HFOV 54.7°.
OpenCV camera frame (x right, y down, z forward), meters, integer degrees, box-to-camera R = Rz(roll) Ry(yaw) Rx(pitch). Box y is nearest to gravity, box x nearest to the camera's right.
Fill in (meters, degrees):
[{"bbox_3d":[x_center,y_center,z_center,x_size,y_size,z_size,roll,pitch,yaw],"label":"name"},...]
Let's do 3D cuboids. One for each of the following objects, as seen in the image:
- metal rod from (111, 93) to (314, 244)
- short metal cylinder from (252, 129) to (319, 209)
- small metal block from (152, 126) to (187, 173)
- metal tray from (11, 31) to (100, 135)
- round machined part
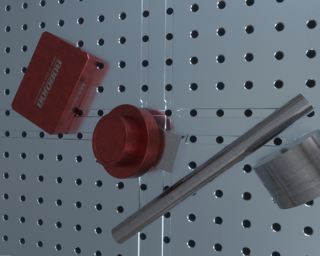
[{"bbox_3d":[0.054,0.060,0.392,0.300,0.025,0.025,-39,78,15],"label":"metal rod"},{"bbox_3d":[0.148,0.044,0.331,0.080,0.080,0.050,-35,79,16],"label":"short metal cylinder"},{"bbox_3d":[0.003,0.026,0.411,0.050,0.025,0.050,18,96,18],"label":"small metal block"},{"bbox_3d":[-0.158,-0.066,0.464,0.090,0.030,0.129,31,100,17],"label":"metal tray"},{"bbox_3d":[-0.051,0.017,0.403,0.098,0.042,0.097,-7,79,40],"label":"round machined part"}]
